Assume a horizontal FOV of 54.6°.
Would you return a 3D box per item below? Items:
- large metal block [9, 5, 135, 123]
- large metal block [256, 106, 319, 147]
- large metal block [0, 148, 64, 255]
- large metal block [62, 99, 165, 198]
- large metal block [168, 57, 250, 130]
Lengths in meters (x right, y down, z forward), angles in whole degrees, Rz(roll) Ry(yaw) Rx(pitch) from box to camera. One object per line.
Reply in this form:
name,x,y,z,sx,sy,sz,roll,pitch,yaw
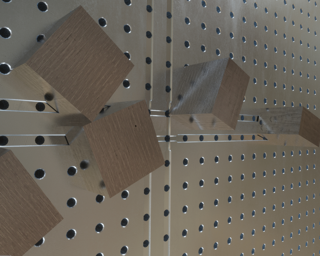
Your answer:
large metal block,-0.087,-0.062,0.319,0.080,0.050,0.080,46,62,-30
large metal block,0.238,-0.001,0.571,0.080,0.080,0.050,23,76,-38
large metal block,-0.148,0.073,0.269,0.080,0.050,0.080,-42,115,-32
large metal block,-0.050,0.020,0.350,0.081,0.050,0.080,-28,108,-36
large metal block,0.067,-0.044,0.428,0.050,0.080,0.080,31,71,-36
